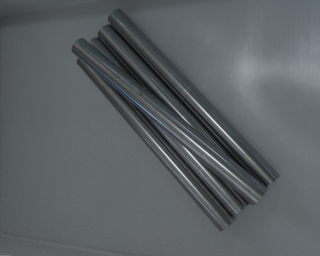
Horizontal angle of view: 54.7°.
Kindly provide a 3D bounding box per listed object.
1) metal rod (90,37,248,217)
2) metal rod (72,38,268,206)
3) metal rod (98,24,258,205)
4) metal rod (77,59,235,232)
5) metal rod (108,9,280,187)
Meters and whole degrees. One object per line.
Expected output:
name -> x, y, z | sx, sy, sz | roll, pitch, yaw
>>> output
metal rod -> 0.001, -0.011, 0.409 | 0.025, 0.025, 0.300 | -45, 76, 14
metal rod -> 0.000, -0.017, 0.382 | 0.300, 0.025, 0.025 | 40, 103, 15
metal rod -> 0.019, -0.026, 0.402 | 0.025, 0.025, 0.300 | -45, 76, 14
metal rod -> -0.013, 0.009, 0.414 | 0.025, 0.025, 0.300 | -45, 76, 14
metal rod -> 0.034, -0.046, 0.397 | 0.025, 0.025, 0.300 | -45, 76, 14
